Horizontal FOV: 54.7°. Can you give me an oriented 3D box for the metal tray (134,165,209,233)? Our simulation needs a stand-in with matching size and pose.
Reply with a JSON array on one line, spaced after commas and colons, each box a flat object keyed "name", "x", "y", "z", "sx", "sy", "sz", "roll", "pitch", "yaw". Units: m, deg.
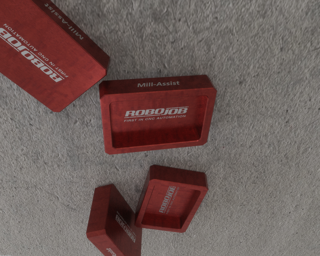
[{"name": "metal tray", "x": 0.015, "y": 0.119, "z": 0.505, "sx": 0.091, "sy": 0.030, "sz": 0.129, "roll": 10, "pitch": 130, "yaw": -9}]

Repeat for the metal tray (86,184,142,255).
[{"name": "metal tray", "x": -0.069, "y": 0.165, "z": 0.504, "sx": 0.030, "sy": 0.090, "sz": 0.130, "roll": -16, "pitch": 129, "yaw": 13}]

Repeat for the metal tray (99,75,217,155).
[{"name": "metal tray", "x": -0.004, "y": -0.015, "z": 0.375, "sx": 0.131, "sy": 0.030, "sz": 0.089, "roll": -5, "pitch": 131, "yaw": -10}]

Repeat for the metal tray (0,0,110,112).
[{"name": "metal tray", "x": -0.131, "y": -0.085, "z": 0.330, "sx": 0.090, "sy": 0.030, "sz": 0.130, "roll": -33, "pitch": 123, "yaw": 24}]
